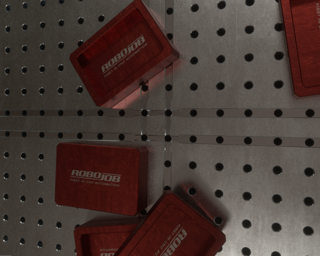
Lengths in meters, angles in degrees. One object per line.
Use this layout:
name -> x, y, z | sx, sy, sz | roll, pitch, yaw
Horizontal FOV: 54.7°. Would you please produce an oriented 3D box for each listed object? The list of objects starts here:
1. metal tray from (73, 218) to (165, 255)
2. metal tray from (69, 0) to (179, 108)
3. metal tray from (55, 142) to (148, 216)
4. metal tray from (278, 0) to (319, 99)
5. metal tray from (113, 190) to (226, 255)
metal tray -> -0.050, 0.174, 0.426 | 0.130, 0.030, 0.089 | -10, 87, 19
metal tray -> -0.051, -0.099, 0.426 | 0.130, 0.030, 0.090 | -34, 79, 16
metal tray -> -0.084, 0.069, 0.438 | 0.130, 0.030, 0.089 | 3, 91, 19
metal tray -> 0.188, -0.103, 0.343 | 0.090, 0.030, 0.129 | -8, 87, 19
metal tray -> 0.005, 0.153, 0.376 | 0.090, 0.030, 0.130 | 39, 85, 0
